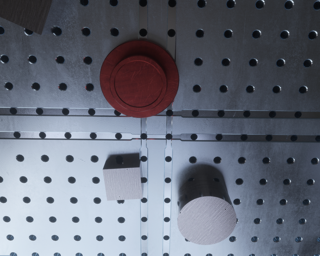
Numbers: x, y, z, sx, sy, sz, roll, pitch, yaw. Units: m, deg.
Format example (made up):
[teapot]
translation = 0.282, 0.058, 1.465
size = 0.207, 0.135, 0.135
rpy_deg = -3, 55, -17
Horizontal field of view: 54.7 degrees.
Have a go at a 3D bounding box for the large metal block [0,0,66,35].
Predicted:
[large metal block]
translation = -0.148, -0.158, 0.340
size = 0.080, 0.050, 0.080
rpy_deg = 23, 108, -9

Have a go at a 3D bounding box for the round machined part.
[round machined part]
translation = -0.025, -0.058, 0.382
size = 0.099, 0.042, 0.097
rpy_deg = 0, 110, -1

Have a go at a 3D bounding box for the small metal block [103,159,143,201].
[small metal block]
translation = -0.051, 0.074, 0.440
size = 0.050, 0.025, 0.050
rpy_deg = -4, 110, 1

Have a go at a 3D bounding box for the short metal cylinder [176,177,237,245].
[short metal cylinder]
translation = 0.064, 0.118, 0.444
size = 0.081, 0.050, 0.079
rpy_deg = 0, 110, 0
